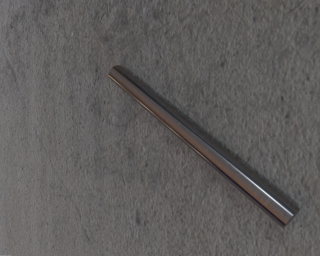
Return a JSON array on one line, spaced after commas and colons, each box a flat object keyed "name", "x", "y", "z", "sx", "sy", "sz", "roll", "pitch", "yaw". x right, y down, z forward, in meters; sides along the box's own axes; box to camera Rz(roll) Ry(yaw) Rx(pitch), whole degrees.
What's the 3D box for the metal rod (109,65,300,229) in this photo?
[{"name": "metal rod", "x": 0.031, "y": 0.003, "z": 0.377, "sx": 0.300, "sy": 0.025, "sz": 0.025, "roll": 41, "pitch": 115, "yaw": 32}]
